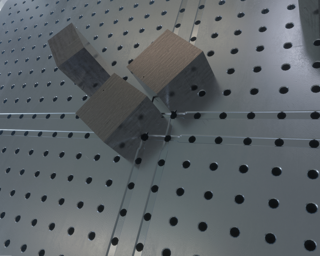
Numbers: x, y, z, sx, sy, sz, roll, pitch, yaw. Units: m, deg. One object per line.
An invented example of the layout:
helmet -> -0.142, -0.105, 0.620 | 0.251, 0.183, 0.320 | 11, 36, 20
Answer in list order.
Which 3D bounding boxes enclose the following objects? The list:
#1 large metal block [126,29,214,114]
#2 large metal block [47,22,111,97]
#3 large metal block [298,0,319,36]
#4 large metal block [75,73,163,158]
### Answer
large metal block -> 0.014, -0.080, 0.435 | 0.080, 0.050, 0.080 | -43, 51, -2
large metal block -> -0.131, -0.112, 0.512 | 0.050, 0.080, 0.080 | -35, 51, 5
large metal block -> 0.214, -0.172, 0.366 | 0.080, 0.080, 0.050 | -26, 53, 12
large metal block -> -0.057, -0.019, 0.435 | 0.080, 0.050, 0.080 | -48, 51, -5
